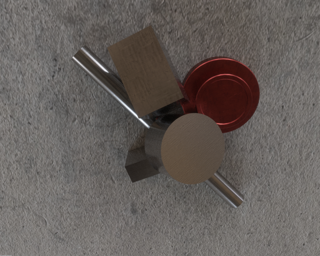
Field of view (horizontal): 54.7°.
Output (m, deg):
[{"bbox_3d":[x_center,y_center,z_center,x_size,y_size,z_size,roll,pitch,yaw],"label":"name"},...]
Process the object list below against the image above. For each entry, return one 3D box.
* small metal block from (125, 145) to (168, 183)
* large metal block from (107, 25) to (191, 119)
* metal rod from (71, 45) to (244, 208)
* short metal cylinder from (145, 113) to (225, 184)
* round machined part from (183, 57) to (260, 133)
[{"bbox_3d":[-0.017,0.043,0.414,0.050,0.050,0.025,-20,108,6],"label":"small metal block"},{"bbox_3d":[-0.008,-0.057,0.349,0.050,0.080,0.080,-25,86,10],"label":"large metal block"},{"bbox_3d":[0.007,0.007,0.414,0.025,0.025,0.300,-43,105,14],"label":"metal rod"},{"bbox_3d":[0.028,0.022,0.366,0.081,0.050,0.079,-1,93,-23],"label":"short metal cylinder"},{"bbox_3d":[0.076,-0.038,0.388,0.099,0.042,0.097,0,110,-1],"label":"round machined part"}]
